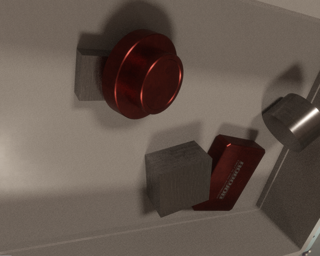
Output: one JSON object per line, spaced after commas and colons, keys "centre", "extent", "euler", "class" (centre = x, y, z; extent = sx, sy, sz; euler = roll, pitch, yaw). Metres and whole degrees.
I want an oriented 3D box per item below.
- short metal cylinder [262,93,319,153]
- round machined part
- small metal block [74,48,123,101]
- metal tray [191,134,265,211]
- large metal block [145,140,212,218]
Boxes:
{"centre": [0.209, -0.008, 0.485], "extent": [0.050, 0.080, 0.080], "euler": [-39, 130, -2], "class": "short metal cylinder"}
{"centre": [-0.011, -0.053, 0.337], "extent": [0.099, 0.042, 0.097], "euler": [-35, 141, -36], "class": "round machined part"}
{"centre": [-0.064, -0.058, 0.339], "extent": [0.050, 0.025, 0.050], "euler": [-4, 120, -27], "class": "small metal block"}
{"centre": [0.108, 0.078, 0.515], "extent": [0.091, 0.030, 0.129], "euler": [11, 113, -33], "class": "metal tray"}
{"centre": [0.026, 0.073, 0.454], "extent": [0.081, 0.050, 0.079], "euler": [-15, 125, -21], "class": "large metal block"}
